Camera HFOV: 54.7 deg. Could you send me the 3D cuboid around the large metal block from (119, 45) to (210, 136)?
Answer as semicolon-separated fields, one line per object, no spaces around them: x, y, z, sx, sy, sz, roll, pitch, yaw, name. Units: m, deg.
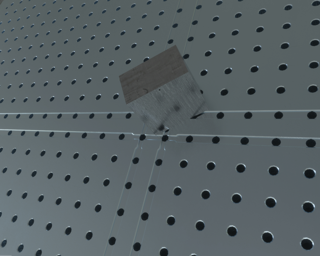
0.007;-0.045;0.396;0.080;0.080;0.050;-27;53;11;large metal block
